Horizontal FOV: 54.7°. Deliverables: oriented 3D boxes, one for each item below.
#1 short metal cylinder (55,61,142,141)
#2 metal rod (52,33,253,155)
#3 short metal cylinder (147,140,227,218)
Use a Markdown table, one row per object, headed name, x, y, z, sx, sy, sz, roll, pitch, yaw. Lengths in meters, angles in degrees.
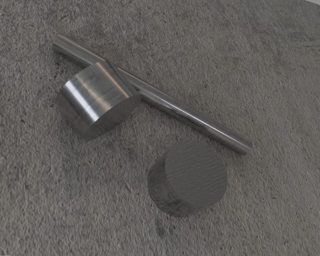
| name | x | y | z | sx | sy | sz | roll | pitch | yaw |
| --- | --- | --- | --- | --- | --- | --- | --- | --- | --- |
| short metal cylinder | -0.068 | -0.030 | 0.350 | 0.081 | 0.080 | 0.050 | -34 | 81 | -38 |
| metal rod | -0.003 | -0.041 | 0.427 | 0.301 | 0.025 | 0.025 | 28 | 52 | -10 |
| short metal cylinder | 0.032 | 0.061 | 0.368 | 0.081 | 0.050 | 0.080 | 14 | 56 | -21 |
